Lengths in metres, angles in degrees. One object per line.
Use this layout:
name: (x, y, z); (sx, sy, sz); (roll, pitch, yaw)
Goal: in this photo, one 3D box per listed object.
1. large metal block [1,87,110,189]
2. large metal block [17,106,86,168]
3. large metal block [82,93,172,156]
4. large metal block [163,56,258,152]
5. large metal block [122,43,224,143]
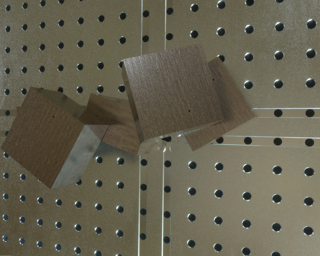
large metal block: (-0.119, 0.010, 0.354); (0.080, 0.050, 0.080); (33, 100, 17)
large metal block: (-0.146, 0.009, 0.433); (0.050, 0.080, 0.080); (-7, 88, 19)
large metal block: (-0.040, -0.005, 0.396); (0.080, 0.080, 0.050); (20, 97, 18)
large metal block: (0.060, -0.027, 0.377); (0.080, 0.050, 0.080); (-32, 80, 17)
large metal block: (0.010, -0.034, 0.322); (0.081, 0.050, 0.080); (-14, 85, -10)
